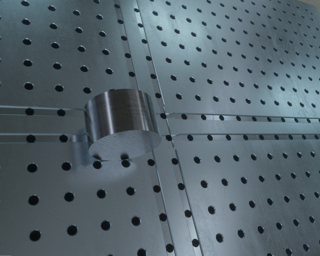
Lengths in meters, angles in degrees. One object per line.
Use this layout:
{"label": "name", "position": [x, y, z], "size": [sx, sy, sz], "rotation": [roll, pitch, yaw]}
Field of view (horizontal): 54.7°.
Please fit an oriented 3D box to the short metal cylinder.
{"label": "short metal cylinder", "position": [-0.043, -0.001, 0.352], "size": [0.081, 0.080, 0.050], "rotation": [1, 62, -28]}
